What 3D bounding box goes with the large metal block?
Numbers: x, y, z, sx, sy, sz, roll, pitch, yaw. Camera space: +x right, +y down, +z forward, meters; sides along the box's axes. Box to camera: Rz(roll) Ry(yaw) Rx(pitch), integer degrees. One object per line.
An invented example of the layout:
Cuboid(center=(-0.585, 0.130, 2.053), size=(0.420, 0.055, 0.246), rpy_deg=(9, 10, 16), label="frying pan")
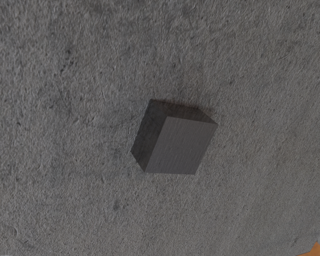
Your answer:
Cuboid(center=(0.018, 0.014, 0.412), size=(0.081, 0.050, 0.079), rpy_deg=(8, 114, -32), label="large metal block")
